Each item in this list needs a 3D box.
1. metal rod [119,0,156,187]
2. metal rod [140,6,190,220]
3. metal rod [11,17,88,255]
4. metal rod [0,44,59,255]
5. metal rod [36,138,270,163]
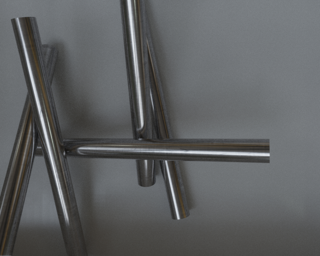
[{"bbox_3d":[-0.025,-0.063,0.349,0.025,0.025,0.298,-3,116,0],"label":"metal rod"},{"bbox_3d":[-0.004,-0.029,0.411,0.025,0.025,0.298,-12,90,0],"label":"metal rod"},{"bbox_3d":[-0.126,0.027,0.367,0.025,0.025,0.298,-8,105,0],"label":"metal rod"},{"bbox_3d":[-0.157,0.034,0.353,0.025,0.025,0.299,4,67,0],"label":"metal rod"},{"bbox_3d":[-0.031,0.025,0.364,0.301,0.025,0.025,0,90,18],"label":"metal rod"}]
